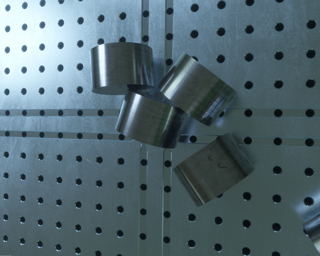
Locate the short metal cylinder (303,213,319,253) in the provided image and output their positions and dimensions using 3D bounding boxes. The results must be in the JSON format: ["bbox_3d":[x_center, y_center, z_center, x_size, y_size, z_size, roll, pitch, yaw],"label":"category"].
[{"bbox_3d":[0.194,0.120,0.315,0.050,0.080,0.080,-39,78,16],"label":"short metal cylinder"}]

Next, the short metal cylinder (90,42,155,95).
[{"bbox_3d":[-0.048,-0.073,0.399,0.080,0.080,0.050,-5,87,19],"label":"short metal cylinder"}]

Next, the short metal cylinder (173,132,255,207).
[{"bbox_3d":[0.062,0.048,0.361,0.080,0.080,0.050,-37,79,16],"label":"short metal cylinder"}]

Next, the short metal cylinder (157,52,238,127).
[{"bbox_3d":[0.044,-0.046,0.367,0.080,0.080,0.050,41,103,15],"label":"short metal cylinder"}]

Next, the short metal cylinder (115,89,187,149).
[{"bbox_3d":[-0.010,-0.013,0.385,0.080,0.080,0.050,21,99,18],"label":"short metal cylinder"}]
